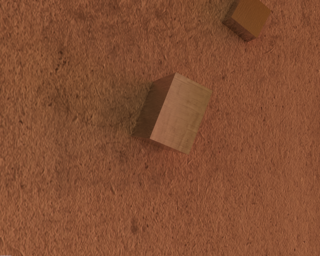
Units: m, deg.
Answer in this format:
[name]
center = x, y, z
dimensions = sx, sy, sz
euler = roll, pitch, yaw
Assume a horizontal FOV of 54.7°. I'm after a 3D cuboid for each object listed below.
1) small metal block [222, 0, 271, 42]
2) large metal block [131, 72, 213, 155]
[small metal block]
center = 0.128, -0.164, 0.456
dimensions = 0.050, 0.025, 0.050
euler = 32, 80, -17
[large metal block]
center = 0.011, -0.016, 0.384
dimensions = 0.050, 0.080, 0.080
euler = 24, 82, -19
